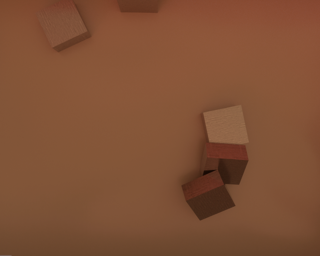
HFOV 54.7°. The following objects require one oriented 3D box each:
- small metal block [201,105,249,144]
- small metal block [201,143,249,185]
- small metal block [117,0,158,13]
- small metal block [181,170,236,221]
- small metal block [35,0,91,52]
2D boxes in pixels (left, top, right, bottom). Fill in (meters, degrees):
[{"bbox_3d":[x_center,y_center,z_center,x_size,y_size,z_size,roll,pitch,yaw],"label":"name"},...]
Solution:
[{"bbox_3d":[0.085,-0.001,0.413,0.050,0.025,0.050,-12,90,-1],"label":"small metal block"},{"bbox_3d":[0.081,0.047,0.399,0.050,0.025,0.050,4,133,-1],"label":"small metal block"},{"bbox_3d":[-0.028,-0.170,0.398,0.050,0.050,0.025,1,90,-1],"label":"small metal block"},{"bbox_3d":[0.062,0.087,0.396,0.050,0.025,0.050,-26,128,8],"label":"small metal block"},{"bbox_3d":[-0.127,-0.136,0.410,0.050,0.025,0.050,-26,90,-1],"label":"small metal block"}]
